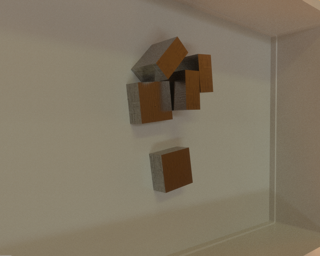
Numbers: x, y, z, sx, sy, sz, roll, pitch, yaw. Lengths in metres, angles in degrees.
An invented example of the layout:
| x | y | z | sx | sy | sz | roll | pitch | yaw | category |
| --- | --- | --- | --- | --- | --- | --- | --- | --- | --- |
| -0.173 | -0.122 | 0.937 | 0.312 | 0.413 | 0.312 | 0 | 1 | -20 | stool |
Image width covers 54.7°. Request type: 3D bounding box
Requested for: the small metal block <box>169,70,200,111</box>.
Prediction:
| x | y | z | sx | sy | sz | roll | pitch | yaw | category |
| --- | --- | --- | --- | --- | --- | --- | --- | --- | --- |
| 0.026 | -0.048 | 0.412 | 0.025 | 0.050 | 0.050 | -3 | 92 | -40 | small metal block |

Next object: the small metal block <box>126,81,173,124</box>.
| x | y | z | sx | sy | sz | roll | pitch | yaw | category |
| --- | --- | --- | --- | --- | --- | --- | --- | --- | --- |
| -0.013 | -0.033 | 0.396 | 0.050 | 0.025 | 0.050 | -9 | 96 | -40 | small metal block |

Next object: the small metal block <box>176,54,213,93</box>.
| x | y | z | sx | sy | sz | roll | pitch | yaw | category |
| --- | --- | --- | --- | --- | --- | --- | --- | --- | --- |
| 0.044 | -0.072 | 0.427 | 0.025 | 0.050 | 0.050 | -8 | 95 | -40 | small metal block |

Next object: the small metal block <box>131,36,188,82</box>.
| x | y | z | sx | sy | sz | roll | pitch | yaw | category |
| --- | --- | --- | --- | --- | --- | --- | --- | --- | --- |
| -0.001 | -0.084 | 0.389 | 0.025 | 0.050 | 0.050 | 50 | 60 | -28 | small metal block |

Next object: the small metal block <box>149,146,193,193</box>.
| x | y | z | sx | sy | sz | roll | pitch | yaw | category |
| --- | --- | --- | --- | --- | --- | --- | --- | --- | --- |
| 0.015 | 0.055 | 0.419 | 0.050 | 0.025 | 0.050 | -11 | 98 | -39 | small metal block |
